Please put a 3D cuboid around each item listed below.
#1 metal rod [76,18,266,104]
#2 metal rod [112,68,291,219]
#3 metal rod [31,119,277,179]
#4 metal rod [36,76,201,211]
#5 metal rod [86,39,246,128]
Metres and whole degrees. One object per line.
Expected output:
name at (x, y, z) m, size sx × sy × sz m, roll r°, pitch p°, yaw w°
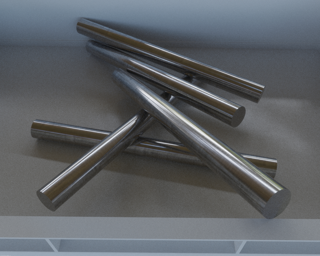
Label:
metal rod at (0.003, -0.104, 0.451) m, size 0.301 × 0.025 × 0.025 m, roll 25°, pitch 54°, yaw 19°
metal rod at (0.011, -0.011, 0.328) m, size 0.025 × 0.025 × 0.300 m, roll -23°, pitch 34°, yaw -18°
metal rod at (-0.013, 0.024, 0.384) m, size 0.302 × 0.025 × 0.025 m, roll 9°, pitch 51°, yaw 7°
metal rod at (-0.020, -0.010, 0.384) m, size 0.025 × 0.025 × 0.302 m, roll 29°, pitch 47°, yaw 21°
metal rod at (-0.015, -0.075, 0.427) m, size 0.025 × 0.025 × 0.300 m, roll -35°, pitch 46°, yaw -26°
